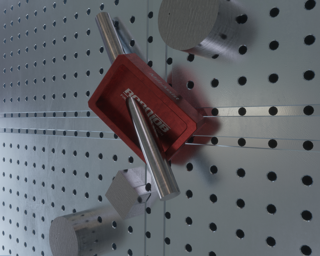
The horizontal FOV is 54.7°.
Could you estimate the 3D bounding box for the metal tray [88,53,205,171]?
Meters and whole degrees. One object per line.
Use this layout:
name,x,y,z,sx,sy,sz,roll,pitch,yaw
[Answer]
metal tray,-0.020,-0.020,0.394,0.130,0.030,0.090,44,118,8

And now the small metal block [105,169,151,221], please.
small metal block,-0.047,0.095,0.448,0.050,0.025,0.050,44,117,31

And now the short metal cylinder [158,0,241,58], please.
short metal cylinder,0.045,-0.125,0.356,0.080,0.050,0.079,0,90,40

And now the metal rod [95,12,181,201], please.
metal rod,-0.038,-0.047,0.416,0.025,0.025,0.299,-40,58,32

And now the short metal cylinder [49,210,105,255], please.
short metal cylinder,-0.137,0.179,0.506,0.080,0.050,0.079,0,90,40
